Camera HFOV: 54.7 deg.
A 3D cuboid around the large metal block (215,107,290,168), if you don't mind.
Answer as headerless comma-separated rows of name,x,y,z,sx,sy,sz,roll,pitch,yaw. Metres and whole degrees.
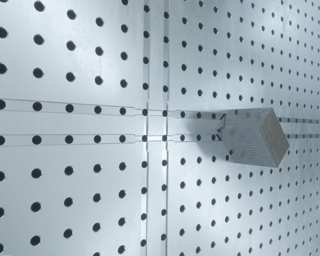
large metal block,0.149,0.015,0.502,0.050,0.080,0.080,-49,119,-29
